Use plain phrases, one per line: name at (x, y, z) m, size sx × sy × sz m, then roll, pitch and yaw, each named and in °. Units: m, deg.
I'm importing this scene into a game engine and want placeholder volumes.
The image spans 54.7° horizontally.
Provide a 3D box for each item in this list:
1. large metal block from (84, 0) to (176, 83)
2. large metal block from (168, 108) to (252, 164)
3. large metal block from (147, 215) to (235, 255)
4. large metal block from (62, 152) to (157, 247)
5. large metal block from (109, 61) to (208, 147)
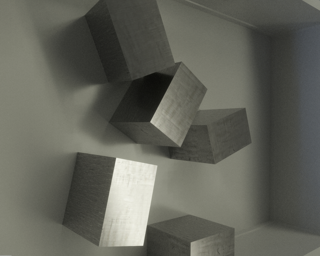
large metal block at (-0.035, -0.096, 0.334) m, size 0.050 × 0.080 × 0.080 m, roll -24°, pitch 106°, yaw -22°
large metal block at (0.065, 0.008, 0.425) m, size 0.081 × 0.080 × 0.050 m, roll -22°, pitch 104°, yaw -38°
large metal block at (0.039, 0.154, 0.404) m, size 0.081 × 0.080 × 0.050 m, roll 1°, pitch 90°, yaw -40°
large metal block at (-0.054, 0.071, 0.325) m, size 0.050 × 0.080 × 0.080 m, roll 17°, pitch 80°, yaw -39°
large metal block at (-0.003, -0.026, 0.368) m, size 0.050 × 0.080 × 0.080 m, roll 41°, pitch 65°, yaw -33°
